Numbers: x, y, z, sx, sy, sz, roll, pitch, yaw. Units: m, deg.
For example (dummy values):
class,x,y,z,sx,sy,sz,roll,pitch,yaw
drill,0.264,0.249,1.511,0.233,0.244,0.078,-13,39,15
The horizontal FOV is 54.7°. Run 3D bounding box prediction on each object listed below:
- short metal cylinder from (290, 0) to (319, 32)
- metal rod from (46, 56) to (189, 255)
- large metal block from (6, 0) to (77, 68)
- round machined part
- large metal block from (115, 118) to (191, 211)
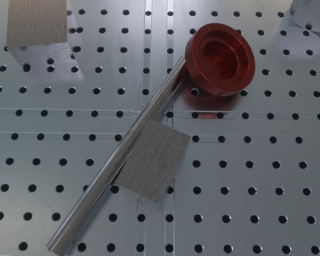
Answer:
class,x,y,z,sx,sy,sz,roll,pitch,yaw
short metal cylinder,0.239,-0.188,0.453,0.080,0.080,0.050,24,72,8
metal rod,-0.041,0.024,0.402,0.025,0.025,0.300,31,73,10
large metal block,-0.168,-0.139,0.448,0.081,0.050,0.080,-6,70,-3
round machined part,0.077,-0.089,0.424,0.099,0.042,0.098,7,73,-22
large metal block,-0.006,0.046,0.365,0.050,0.080,0.080,24,72,8
